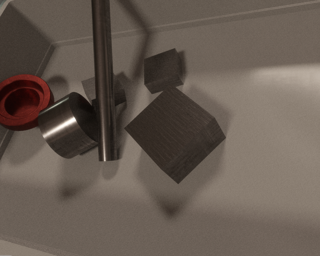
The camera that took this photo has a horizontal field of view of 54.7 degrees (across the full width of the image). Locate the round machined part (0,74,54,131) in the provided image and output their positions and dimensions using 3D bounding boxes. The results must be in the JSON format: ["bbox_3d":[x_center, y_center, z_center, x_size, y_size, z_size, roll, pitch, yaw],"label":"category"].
[{"bbox_3d":[-0.227,-0.038,0.519,0.099,0.042,0.098,0,64,-1],"label":"round machined part"}]

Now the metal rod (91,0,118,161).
[{"bbox_3d":[-0.078,-0.105,0.426,0.025,0.025,0.298,-5,86,25],"label":"metal rod"}]

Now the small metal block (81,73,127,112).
[{"bbox_3d":[-0.086,-0.056,0.472,0.050,0.025,0.050,-23,49,-16],"label":"small metal block"}]

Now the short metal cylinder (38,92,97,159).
[{"bbox_3d":[-0.122,-0.004,0.435,0.050,0.080,0.080,-28,52,11],"label":"short metal cylinder"}]

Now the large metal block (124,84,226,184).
[{"bbox_3d":[0.018,0.006,0.376,0.080,0.050,0.080,-44,51,-3],"label":"large metal block"}]

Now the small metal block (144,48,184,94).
[{"bbox_3d":[0.005,-0.083,0.453,0.050,0.025,0.050,-15,56,19],"label":"small metal block"}]
